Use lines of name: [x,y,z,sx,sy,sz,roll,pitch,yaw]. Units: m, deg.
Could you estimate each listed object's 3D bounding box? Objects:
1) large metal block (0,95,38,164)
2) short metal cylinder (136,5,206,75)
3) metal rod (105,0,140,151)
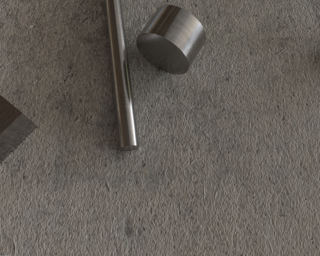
large metal block: [-0.222,-0.004,0.394,0.080,0.050,0.080,37,74,12]
short metal cylinder: [0.015,-0.118,0.422,0.080,0.080,0.050,28,72,9]
metal rod: [-0.060,-0.113,0.448,0.025,0.025,0.299,-7,70,-3]
